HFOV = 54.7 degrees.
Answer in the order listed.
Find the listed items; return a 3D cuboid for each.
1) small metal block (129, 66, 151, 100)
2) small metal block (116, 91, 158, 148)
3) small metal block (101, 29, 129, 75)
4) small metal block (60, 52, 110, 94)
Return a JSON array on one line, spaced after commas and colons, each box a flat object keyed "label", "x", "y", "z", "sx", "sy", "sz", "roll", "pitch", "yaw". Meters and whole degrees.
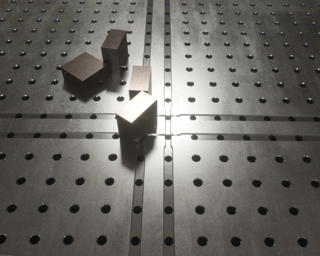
[{"label": "small metal block", "x": -0.026, "y": -0.052, "z": 0.434, "sx": 0.025, "sy": 0.050, "sz": 0.050, "roll": 3, "pitch": 50, "yaw": 2}, {"label": "small metal block", "x": -0.028, "y": -0.011, "z": 0.401, "sx": 0.025, "sy": 0.050, "sz": 0.050, "roll": 30, "pitch": 56, "yaw": 22}, {"label": "small metal block", "x": -0.071, "y": -0.120, "z": 0.492, "sx": 0.025, "sy": 0.050, "sz": 0.050, "roll": 9, "pitch": 51, "yaw": 7}, {"label": "small metal block", "x": -0.115, "y": -0.086, "z": 0.479, "sx": 0.050, "sy": 0.025, "sz": 0.050, "roll": 33, "pitch": 57, "yaw": 24}]
